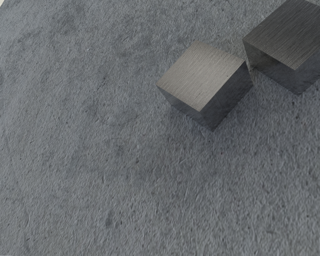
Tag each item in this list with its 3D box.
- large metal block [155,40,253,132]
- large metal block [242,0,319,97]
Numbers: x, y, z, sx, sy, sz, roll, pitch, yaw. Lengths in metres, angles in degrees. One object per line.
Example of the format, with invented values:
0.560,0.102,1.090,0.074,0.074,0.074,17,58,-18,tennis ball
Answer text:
0.056,-0.055,0.392,0.080,0.050,0.080,-48,51,-6,large metal block
0.159,-0.097,0.364,0.080,0.050,0.080,-41,51,0,large metal block
